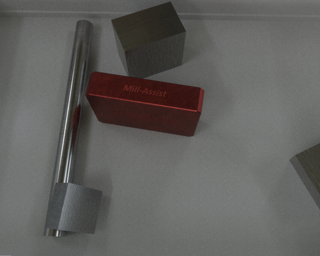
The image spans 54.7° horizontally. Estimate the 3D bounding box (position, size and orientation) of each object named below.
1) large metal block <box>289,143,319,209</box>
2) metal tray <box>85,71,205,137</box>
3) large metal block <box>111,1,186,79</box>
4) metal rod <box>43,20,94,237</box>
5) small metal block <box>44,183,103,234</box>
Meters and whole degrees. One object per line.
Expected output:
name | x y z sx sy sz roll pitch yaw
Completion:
large metal block | 0.216 0.053 0.369 0.080 0.050 0.080 -28 72 7
metal tray | -0.017 -0.026 0.384 0.131 0.090 0.030 9 71 3
large metal block | -0.015 -0.114 0.422 0.080 0.080 0.050 -20 72 -8
metal rod | -0.118 -0.014 0.413 0.025 0.025 0.299 2 70 0
small metal block | -0.098 0.093 0.359 0.025 0.050 0.050 -8 65 38
